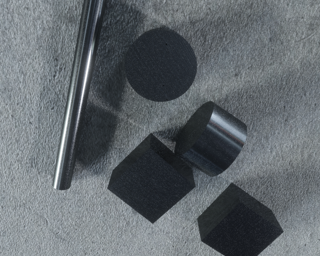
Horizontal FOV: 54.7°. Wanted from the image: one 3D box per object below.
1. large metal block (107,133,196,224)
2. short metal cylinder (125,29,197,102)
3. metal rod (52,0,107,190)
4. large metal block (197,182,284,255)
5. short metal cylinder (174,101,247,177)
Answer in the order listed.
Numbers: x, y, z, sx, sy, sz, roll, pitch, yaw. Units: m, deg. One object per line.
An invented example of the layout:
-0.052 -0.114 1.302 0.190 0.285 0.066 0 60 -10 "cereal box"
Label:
-0.011 0.068 0.421 0.080 0.050 0.080 42 105 -14 "large metal block"
0.001 -0.076 0.368 0.081 0.050 0.079 0 110 0 "short metal cylinder"
-0.100 -0.054 0.388 0.025 0.025 0.298 14 109 -5 "metal rod"
0.113 0.141 0.449 0.080 0.050 0.080 36 106 -12 "large metal block"
0.062 0.013 0.386 0.050 0.080 0.080 33 107 -11 "short metal cylinder"
